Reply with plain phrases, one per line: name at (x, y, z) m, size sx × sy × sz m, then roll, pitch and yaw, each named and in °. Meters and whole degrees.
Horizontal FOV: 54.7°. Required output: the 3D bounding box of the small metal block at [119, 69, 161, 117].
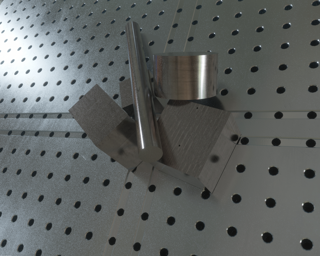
small metal block at (-0.030, -0.051, 0.454) m, size 0.050 × 0.025 × 0.050 m, roll -22°, pitch 54°, yaw 14°

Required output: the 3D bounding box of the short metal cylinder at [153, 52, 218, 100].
short metal cylinder at (0.032, -0.068, 0.388) m, size 0.080 × 0.081 × 0.050 m, roll 9°, pitch 110°, yaw 32°

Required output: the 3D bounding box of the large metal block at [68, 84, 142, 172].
large metal block at (-0.060, 0.000, 0.402) m, size 0.050 × 0.080 × 0.080 m, roll -45°, pitch 51°, yaw -3°

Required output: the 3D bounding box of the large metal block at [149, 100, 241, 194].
large metal block at (0.036, 0.018, 0.361) m, size 0.080 × 0.050 × 0.080 m, roll 19°, pitch 72°, yaw 35°

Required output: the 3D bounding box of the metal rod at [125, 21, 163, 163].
metal rod at (-0.029, -0.073, 0.428) m, size 0.025 × 0.025 × 0.300 m, roll -25°, pitch 41°, yaw 13°
